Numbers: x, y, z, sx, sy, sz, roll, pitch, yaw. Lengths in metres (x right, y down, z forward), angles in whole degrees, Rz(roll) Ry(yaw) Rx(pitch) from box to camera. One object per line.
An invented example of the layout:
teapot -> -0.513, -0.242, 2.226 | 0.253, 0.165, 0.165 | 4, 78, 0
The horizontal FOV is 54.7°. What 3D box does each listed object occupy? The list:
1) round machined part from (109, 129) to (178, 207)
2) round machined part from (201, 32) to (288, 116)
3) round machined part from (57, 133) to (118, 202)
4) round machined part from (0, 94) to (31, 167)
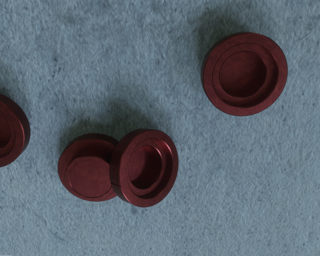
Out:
round machined part -> -0.025, 0.049, 0.400 | 0.099, 0.042, 0.097 | -5, 97, -43
round machined part -> 0.099, -0.067, 0.378 | 0.099, 0.042, 0.097 | 0, 110, -1
round machined part -> -0.090, 0.060, 0.421 | 0.099, 0.042, 0.097 | 0, 110, -1
round machined part -> -0.216, -0.001, 0.397 | 0.099, 0.042, 0.097 | 0, 110, -1
